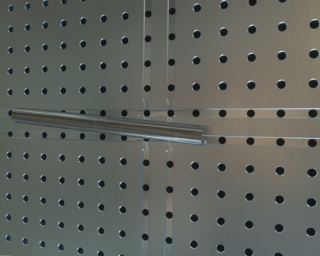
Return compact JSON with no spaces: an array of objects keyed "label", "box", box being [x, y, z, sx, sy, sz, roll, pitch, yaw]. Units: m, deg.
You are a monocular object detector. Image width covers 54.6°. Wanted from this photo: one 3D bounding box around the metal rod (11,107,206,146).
[{"label":"metal rod","box":[-0.086,-0.005,0.443,0.301,0.025,0.025,6,92,19]}]
